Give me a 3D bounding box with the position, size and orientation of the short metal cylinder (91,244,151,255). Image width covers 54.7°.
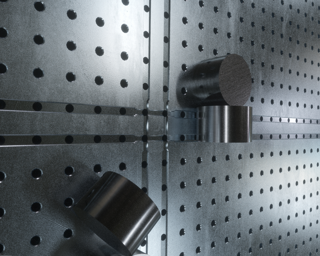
[{"bbox_3d":[-0.044,0.179,0.358,0.081,0.050,0.079,0,90,-40],"label":"short metal cylinder"}]

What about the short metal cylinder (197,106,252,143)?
[{"bbox_3d":[0.094,-0.005,0.455,0.081,0.080,0.050,0,90,-40],"label":"short metal cylinder"}]

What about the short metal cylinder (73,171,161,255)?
[{"bbox_3d":[-0.046,0.093,0.336,0.050,0.080,0.080,-48,119,-29],"label":"short metal cylinder"}]

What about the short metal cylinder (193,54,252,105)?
[{"bbox_3d":[0.096,-0.070,0.476,0.081,0.050,0.079,0,90,-40],"label":"short metal cylinder"}]
